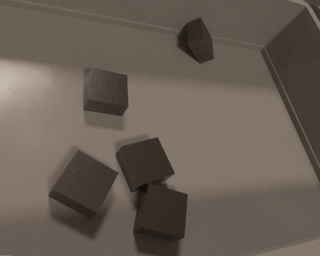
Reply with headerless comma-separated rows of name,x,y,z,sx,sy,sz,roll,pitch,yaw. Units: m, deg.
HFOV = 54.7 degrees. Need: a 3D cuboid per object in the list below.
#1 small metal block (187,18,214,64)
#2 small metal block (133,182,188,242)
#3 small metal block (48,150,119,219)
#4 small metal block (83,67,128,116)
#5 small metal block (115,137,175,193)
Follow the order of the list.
small metal block,0.068,-0.145,0.517,0.050,0.025,0.050,43,39,-48
small metal block,0.002,0.095,0.350,0.050,0.025,0.050,20,54,-17
small metal block,-0.080,0.059,0.327,0.050,0.025,0.050,32,51,-8
small metal block,-0.069,-0.046,0.398,0.050,0.025,0.050,9,58,-24
small metal block,-0.018,0.043,0.371,0.050,0.025,0.050,-13,68,-34
